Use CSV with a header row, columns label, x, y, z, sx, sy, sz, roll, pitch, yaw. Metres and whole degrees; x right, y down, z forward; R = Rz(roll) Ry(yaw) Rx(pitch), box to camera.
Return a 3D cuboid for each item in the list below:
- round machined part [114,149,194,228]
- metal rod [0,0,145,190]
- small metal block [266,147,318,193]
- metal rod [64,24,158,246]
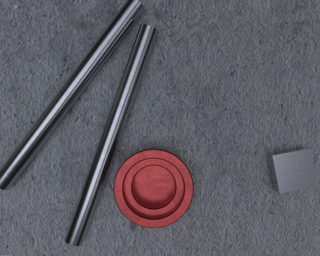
label,x,y,z,sx,sy,sz,roll,pitch,yaw
round machined part,-0.008,0.075,0.402,0.099,0.042,0.097,0,90,0
metal rod,-0.120,-0.046,0.408,0.025,0.025,0.299,37,90,0
small metal block,0.174,0.055,0.412,0.050,0.025,0.050,-11,90,0
metal rod,-0.064,0.009,0.409,0.025,0.025,0.299,20,90,0
